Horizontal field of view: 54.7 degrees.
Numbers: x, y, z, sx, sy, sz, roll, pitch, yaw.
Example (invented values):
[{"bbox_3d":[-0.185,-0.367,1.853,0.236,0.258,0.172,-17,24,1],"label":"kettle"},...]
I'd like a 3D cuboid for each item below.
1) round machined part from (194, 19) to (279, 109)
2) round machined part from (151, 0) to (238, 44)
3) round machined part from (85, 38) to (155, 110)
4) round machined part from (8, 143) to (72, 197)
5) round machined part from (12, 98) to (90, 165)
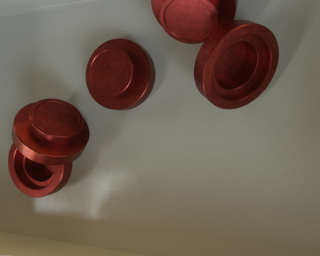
[{"bbox_3d":[0.082,-0.074,0.353,0.098,0.098,0.042,-54,38,12],"label":"round machined part"},{"bbox_3d":[0.037,-0.136,0.356,0.098,0.098,0.042,5,56,19],"label":"round machined part"},{"bbox_3d":[-0.060,-0.074,0.421,0.098,0.042,0.097,0,90,19],"label":"round machined part"},{"bbox_3d":[-0.171,0.050,0.460,0.098,0.042,0.097,0,90,19],"label":"round machined part"},{"bbox_3d":[-0.143,-0.002,0.417,0.098,0.099,0.042,46,130,14],"label":"round machined part"}]
